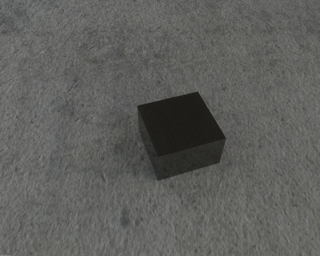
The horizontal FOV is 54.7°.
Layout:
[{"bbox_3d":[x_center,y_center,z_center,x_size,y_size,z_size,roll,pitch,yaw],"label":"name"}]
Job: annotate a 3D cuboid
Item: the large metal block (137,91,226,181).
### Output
[{"bbox_3d":[0.023,0.008,0.381,0.081,0.050,0.080,-14,52,-12],"label":"large metal block"}]
